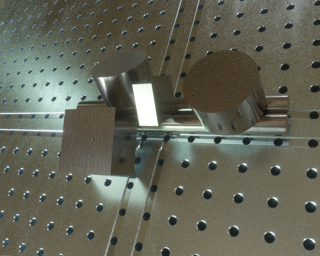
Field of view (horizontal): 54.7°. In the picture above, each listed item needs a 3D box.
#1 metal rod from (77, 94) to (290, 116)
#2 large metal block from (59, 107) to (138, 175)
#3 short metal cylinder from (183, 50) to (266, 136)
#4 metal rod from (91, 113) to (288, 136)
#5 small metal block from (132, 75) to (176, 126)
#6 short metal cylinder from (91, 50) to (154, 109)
[{"bbox_3d":[0.011,-0.028,0.415,0.300,0.025,0.025,1,62,28],"label":"metal rod"},{"bbox_3d":[-0.078,0.018,0.400,0.080,0.050,0.080,-1,82,28],"label":"large metal block"},{"bbox_3d":[0.072,-0.038,0.341,0.080,0.050,0.080,-13,56,21],"label":"short metal cylinder"},{"bbox_3d":[0.005,-0.006,0.405,0.300,0.025,0.025,1,62,28],"label":"metal rod"},{"bbox_3d":[-0.005,-0.034,0.375,0.025,0.050,0.050,1,20,28],"label":"small metal block"},{"bbox_3d":[-0.049,-0.070,0.438,0.080,0.050,0.080,-13,33,9],"label":"short metal cylinder"}]
